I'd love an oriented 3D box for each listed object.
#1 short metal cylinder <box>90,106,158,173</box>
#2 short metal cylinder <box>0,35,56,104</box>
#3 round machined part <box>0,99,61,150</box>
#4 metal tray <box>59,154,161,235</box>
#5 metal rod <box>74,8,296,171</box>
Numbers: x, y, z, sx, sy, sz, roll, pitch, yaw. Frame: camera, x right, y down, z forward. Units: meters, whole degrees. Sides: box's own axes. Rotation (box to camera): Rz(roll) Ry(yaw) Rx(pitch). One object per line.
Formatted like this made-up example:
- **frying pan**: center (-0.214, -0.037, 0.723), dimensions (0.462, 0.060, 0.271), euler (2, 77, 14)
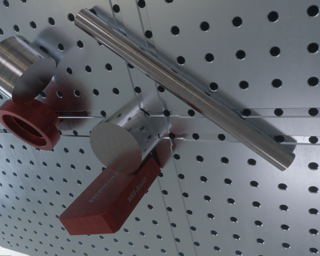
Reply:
- **short metal cylinder**: center (-0.049, 0.016, 0.431), dimensions (0.080, 0.050, 0.079), euler (13, 124, 21)
- **short metal cylinder**: center (-0.192, -0.080, 0.428), dimensions (0.050, 0.080, 0.080), euler (38, 129, 3)
- **round machined part**: center (-0.198, -0.011, 0.485), dimensions (0.098, 0.042, 0.098), euler (20, 148, 13)
- **metal tray**: center (-0.066, 0.090, 0.434), dimensions (0.090, 0.131, 0.030), euler (-16, 110, 34)
- **metal rod**: center (0.026, -0.048, 0.367), dimensions (0.301, 0.025, 0.025), euler (36, 129, 4)
